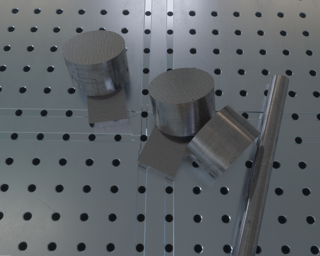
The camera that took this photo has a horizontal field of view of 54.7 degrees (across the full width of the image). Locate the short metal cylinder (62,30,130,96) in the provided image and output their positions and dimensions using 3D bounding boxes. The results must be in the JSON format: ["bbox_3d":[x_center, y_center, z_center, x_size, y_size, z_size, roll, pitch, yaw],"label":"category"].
[{"bbox_3d":[-0.084,-0.088,0.415,0.080,0.050,0.080,-2,47,2],"label":"short metal cylinder"}]

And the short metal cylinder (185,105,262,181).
[{"bbox_3d":[0.076,0.018,0.377,0.080,0.080,0.050,-43,76,-14],"label":"short metal cylinder"}]

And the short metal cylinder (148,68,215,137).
[{"bbox_3d":[0.029,-0.034,0.393,0.080,0.050,0.080,-7,39,6],"label":"short metal cylinder"}]

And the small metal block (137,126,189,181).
[{"bbox_3d":[0.005,0.033,0.400,0.050,0.025,0.050,24,72,8],"label":"small metal block"}]

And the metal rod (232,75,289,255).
[{"bbox_3d":[0.124,0.066,0.388,0.025,0.025,0.299,17,71,6],"label":"metal rod"}]

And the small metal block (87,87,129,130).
[{"bbox_3d":[-0.070,-0.028,0.421,0.050,0.025,0.050,-8,70,-3],"label":"small metal block"}]
